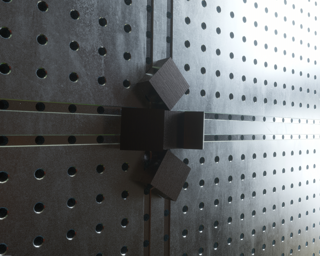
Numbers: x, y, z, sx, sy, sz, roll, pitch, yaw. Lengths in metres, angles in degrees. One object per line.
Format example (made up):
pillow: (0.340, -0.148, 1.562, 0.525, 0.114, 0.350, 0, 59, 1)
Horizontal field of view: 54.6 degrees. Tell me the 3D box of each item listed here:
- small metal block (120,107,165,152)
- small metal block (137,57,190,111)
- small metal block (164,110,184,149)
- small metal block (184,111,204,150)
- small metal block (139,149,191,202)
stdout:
small metal block: (-0.021, 0.002, 0.374, 0.050, 0.025, 0.050, 2, 89, -4)
small metal block: (0.006, -0.057, 0.413, 0.050, 0.025, 0.050, -52, 120, -28)
small metal block: (0.007, 0.003, 0.413, 0.050, 0.025, 0.050, 2, 88, -40)
small metal block: (0.048, 0.004, 0.431, 0.050, 0.025, 0.050, 11, 80, -80)
small metal block: (0.008, 0.063, 0.414, 0.050, 0.025, 0.050, 41, 66, -31)
